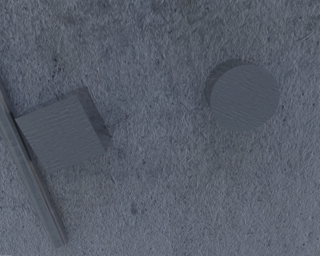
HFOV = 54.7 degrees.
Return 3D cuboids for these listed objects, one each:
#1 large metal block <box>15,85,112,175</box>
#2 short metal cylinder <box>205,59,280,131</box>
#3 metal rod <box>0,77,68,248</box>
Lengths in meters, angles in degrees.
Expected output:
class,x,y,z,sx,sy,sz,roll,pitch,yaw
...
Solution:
class,x,y,z,sx,sy,sz,roll,pitch,yaw
large metal block,-0.119,0.002,0.395,0.080,0.050,0.080,-21,109,7
short metal cylinder,0.098,-0.042,0.382,0.081,0.050,0.079,0,110,-1
metal rod,-0.187,0.038,0.421,0.025,0.025,0.298,-13,110,4
